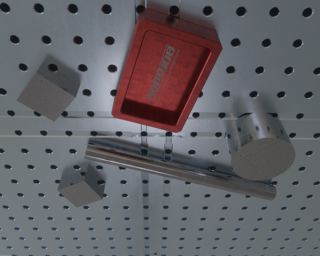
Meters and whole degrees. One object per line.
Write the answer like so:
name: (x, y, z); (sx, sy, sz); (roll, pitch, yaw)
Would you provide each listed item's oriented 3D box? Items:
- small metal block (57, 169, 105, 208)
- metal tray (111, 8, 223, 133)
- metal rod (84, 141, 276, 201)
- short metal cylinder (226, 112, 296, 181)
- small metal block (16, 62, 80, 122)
small metal block: (-0.124, 0.096, 0.492); (0.050, 0.025, 0.050); (-21, 127, 16)
metal tray: (0.003, -0.059, 0.357); (0.091, 0.030, 0.129); (14, 129, -12)
metal rod: (0.039, 0.068, 0.469); (0.302, 0.025, 0.025); (15, 129, -13)
short metal cylinder: (0.133, 0.026, 0.418); (0.081, 0.050, 0.079); (0, 130, 0)
small metal block: (-0.134, -0.042, 0.374); (0.050, 0.025, 0.050); (34, 122, -26)
